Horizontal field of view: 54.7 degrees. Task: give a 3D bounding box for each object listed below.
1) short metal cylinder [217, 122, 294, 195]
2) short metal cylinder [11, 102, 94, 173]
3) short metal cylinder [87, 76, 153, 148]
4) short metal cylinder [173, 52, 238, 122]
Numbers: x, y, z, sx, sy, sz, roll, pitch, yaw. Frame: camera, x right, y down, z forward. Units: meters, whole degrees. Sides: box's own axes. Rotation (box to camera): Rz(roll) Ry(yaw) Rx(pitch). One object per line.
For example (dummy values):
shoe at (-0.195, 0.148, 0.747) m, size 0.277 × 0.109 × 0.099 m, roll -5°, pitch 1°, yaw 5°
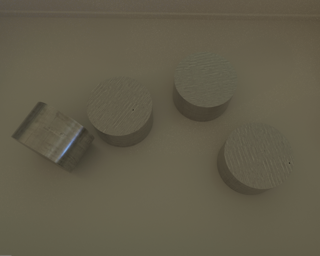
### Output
short metal cylinder at (0.115, 0.039, 0.383) m, size 0.081 × 0.050 × 0.080 m, roll 0°, pitch 70°, yaw 0°
short metal cylinder at (-0.128, 0.012, 0.375) m, size 0.080 × 0.080 × 0.050 m, roll 28°, pitch 73°, yaw 10°
short metal cylinder at (-0.050, -0.020, 0.403) m, size 0.081 × 0.050 × 0.080 m, roll 0°, pitch 70°, yaw 0°
short metal cylinder at (0.058, -0.054, 0.416) m, size 0.081 × 0.050 × 0.080 m, roll 0°, pitch 70°, yaw 0°
